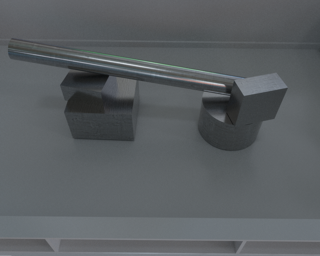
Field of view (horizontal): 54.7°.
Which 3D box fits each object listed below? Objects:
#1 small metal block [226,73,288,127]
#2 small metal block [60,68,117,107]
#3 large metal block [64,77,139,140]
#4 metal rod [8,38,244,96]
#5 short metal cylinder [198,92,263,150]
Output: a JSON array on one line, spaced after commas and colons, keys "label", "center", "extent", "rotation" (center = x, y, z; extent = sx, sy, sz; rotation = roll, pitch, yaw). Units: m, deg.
[{"label": "small metal block", "center": [0.107, -0.031, 0.348], "extent": [0.050, 0.050, 0.025], "rotation": [-11, 51, -10]}, {"label": "small metal block", "center": [-0.087, -0.056, 0.384], "extent": [0.050, 0.025, 0.050], "rotation": [10, 50, 8]}, {"label": "large metal block", "center": [-0.072, -0.032, 0.411], "extent": [0.081, 0.050, 0.080], "rotation": [2, 50, 1]}, {"label": "metal rod", "center": [-0.023, -0.069, 0.369], "extent": [0.302, 0.025, 0.025], "rotation": [9, 50, -3]}, {"label": "short metal cylinder", "center": [0.093, -0.018, 0.403], "extent": [0.081, 0.050, 0.080], "rotation": [0, 50, 0]}]
